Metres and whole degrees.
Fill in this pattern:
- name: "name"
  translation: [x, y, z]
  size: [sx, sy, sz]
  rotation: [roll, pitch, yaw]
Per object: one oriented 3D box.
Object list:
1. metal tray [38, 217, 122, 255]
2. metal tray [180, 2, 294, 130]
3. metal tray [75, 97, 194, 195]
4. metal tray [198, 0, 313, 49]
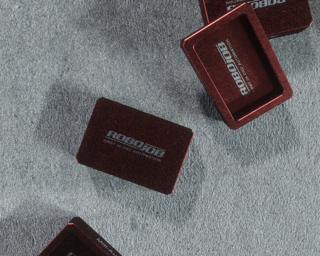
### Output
- name: "metal tray"
  translation: [-0.096, 0.194, 0.406]
  size: [0.130, 0.030, 0.090]
  rotation: [43, 90, 0]
- name: "metal tray"
  translation: [0.096, -0.074, 0.386]
  size: [0.090, 0.030, 0.130]
  rotation: [-31, 106, 5]
- name: "metal tray"
  translation: [-0.032, 0.023, 0.407]
  size: [0.131, 0.030, 0.090]
  rotation: [20, 90, 0]
- name: "metal tray"
  translation: [0.122, -0.161, 0.408]
  size: [0.131, 0.030, 0.089]
  rotation: [-13, 90, 0]
